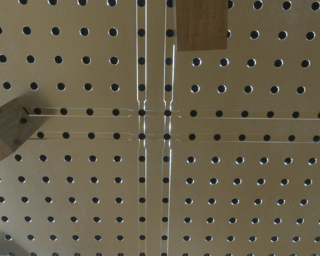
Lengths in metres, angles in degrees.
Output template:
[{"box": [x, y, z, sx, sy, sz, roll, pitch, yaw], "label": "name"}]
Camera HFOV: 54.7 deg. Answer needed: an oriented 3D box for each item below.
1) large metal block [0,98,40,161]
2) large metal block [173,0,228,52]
[{"box": [-0.213, 0.014, 0.386, 0.080, 0.080, 0.050, -31, 108, 10], "label": "large metal block"}, {"box": [0.040, -0.130, 0.337, 0.050, 0.080, 0.079, -3, 110, 1], "label": "large metal block"}]
